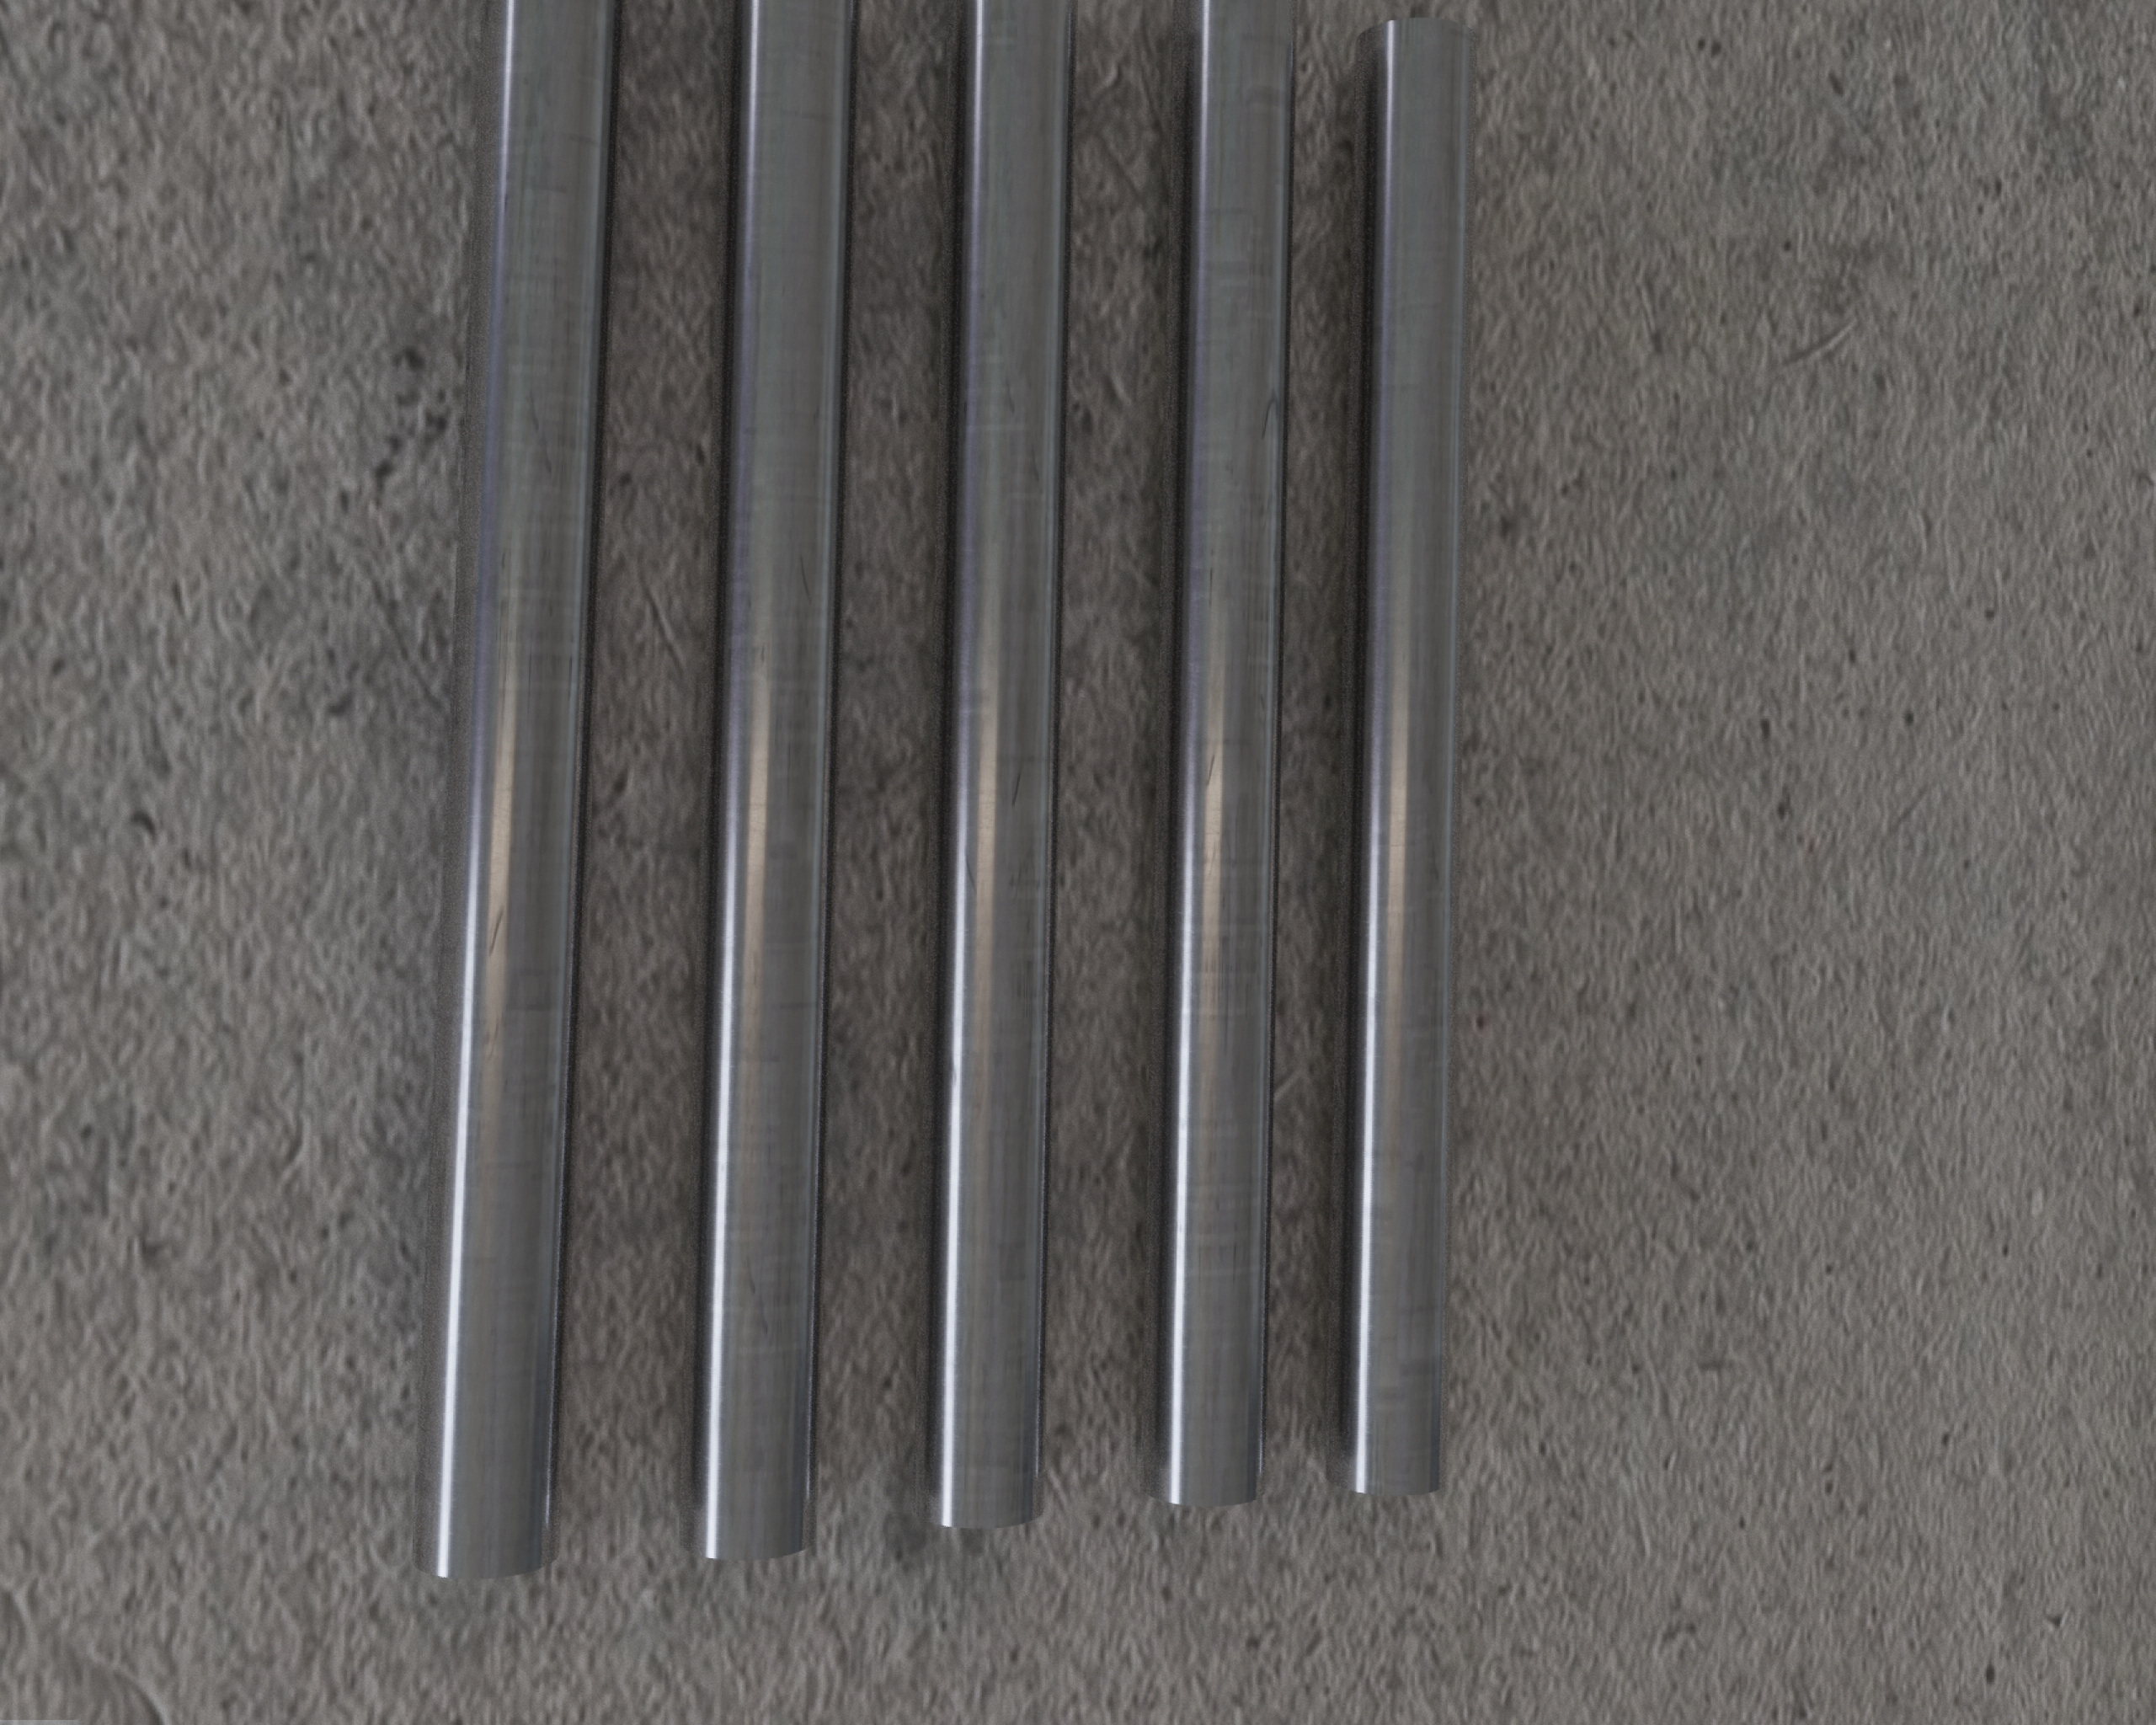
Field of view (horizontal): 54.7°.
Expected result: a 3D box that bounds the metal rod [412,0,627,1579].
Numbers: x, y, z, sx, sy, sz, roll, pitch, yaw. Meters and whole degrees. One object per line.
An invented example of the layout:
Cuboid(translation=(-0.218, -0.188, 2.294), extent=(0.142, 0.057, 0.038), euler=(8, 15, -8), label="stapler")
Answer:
Cuboid(translation=(-0.099, -0.026, 0.372), extent=(0.025, 0.025, 0.298), euler=(3, 89, -20), label="metal rod")

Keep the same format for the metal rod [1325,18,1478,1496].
Cuboid(translation=(0.067, -0.022, 0.433), extent=(0.025, 0.025, 0.298), euler=(1, 90, -20), label="metal rod")

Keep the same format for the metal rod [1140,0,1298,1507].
Cuboid(translation=(0.028, -0.024, 0.419), extent=(0.025, 0.025, 0.298), euler=(1, 90, -20), label="metal rod")

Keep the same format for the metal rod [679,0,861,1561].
Cuboid(translation=(-0.057, -0.024, 0.387), extent=(0.025, 0.025, 0.298), euler=(2, 89, -20), label="metal rod")

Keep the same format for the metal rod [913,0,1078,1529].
Cuboid(translation=(-0.016, -0.025, 0.402), extent=(0.025, 0.025, 0.298), euler=(1, 90, -20), label="metal rod")
